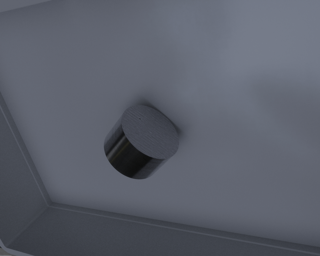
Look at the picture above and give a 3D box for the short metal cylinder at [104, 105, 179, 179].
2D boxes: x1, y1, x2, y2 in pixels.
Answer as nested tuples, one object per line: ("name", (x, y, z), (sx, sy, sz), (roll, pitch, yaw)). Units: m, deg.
("short metal cylinder", (-0.023, 0.018, 0.392), (0.080, 0.080, 0.050), (41, 129, -1))
